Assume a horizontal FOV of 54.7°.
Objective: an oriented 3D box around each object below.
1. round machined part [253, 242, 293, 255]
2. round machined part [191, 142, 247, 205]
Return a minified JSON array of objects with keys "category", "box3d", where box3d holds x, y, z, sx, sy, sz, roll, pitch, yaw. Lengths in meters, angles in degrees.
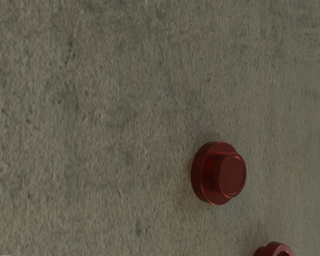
[{"category":"round machined part","box3d":[0.203,0.258,0.568,0.099,0.042,0.097,0,90,-40]},{"category":"round machined part","box3d":[0.097,0.070,0.478,0.099,0.042,0.097,0,90,-40]}]
